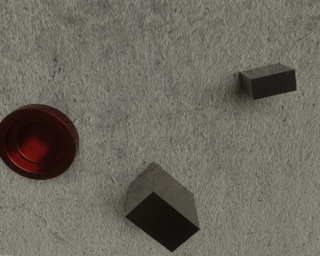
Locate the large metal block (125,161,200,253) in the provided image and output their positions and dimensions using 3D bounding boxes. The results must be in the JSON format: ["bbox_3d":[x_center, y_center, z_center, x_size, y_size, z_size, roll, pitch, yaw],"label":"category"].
[{"bbox_3d":[0.003,0.103,0.419,0.080,0.080,0.050,42,105,-14],"label":"large metal block"}]

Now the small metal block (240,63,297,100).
[{"bbox_3d":[0.130,-0.058,0.377,0.050,0.050,0.025,-12,110,4],"label":"small metal block"}]

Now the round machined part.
[{"bbox_3d":[-0.155,0.015,0.404,0.099,0.042,0.097,0,110,-1],"label":"round machined part"}]
